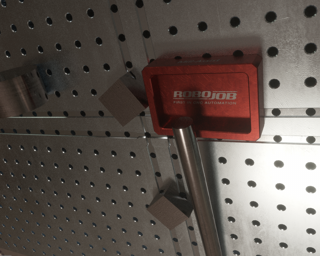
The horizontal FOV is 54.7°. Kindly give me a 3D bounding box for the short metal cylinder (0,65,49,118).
[{"bbox_3d":[-0.210,-0.055,0.450,0.080,0.080,0.050,1,119,27],"label":"short metal cylinder"}]

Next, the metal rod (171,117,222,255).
[{"bbox_3d":[0.060,0.115,0.428,0.025,0.025,0.298,2,126,27],"label":"metal rod"}]

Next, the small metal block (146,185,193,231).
[{"bbox_3d":[0.016,0.124,0.478,0.050,0.025,0.050,42,129,-1],"label":"small metal block"}]

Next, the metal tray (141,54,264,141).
[{"bbox_3d":[0.050,-0.034,0.359,0.130,0.030,0.089,3,120,26],"label":"metal tray"}]

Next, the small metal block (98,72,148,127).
[{"bbox_3d":[-0.045,-0.037,0.410,0.050,0.025,0.050,49,128,-7],"label":"small metal block"}]
